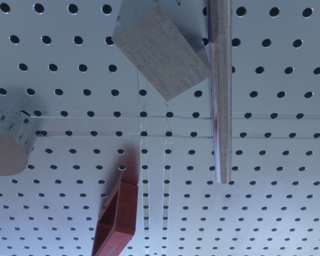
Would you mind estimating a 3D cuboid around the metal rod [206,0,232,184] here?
[{"bbox_3d":[0.076,-0.036,0.381,0.025,0.025,0.298,-7,130,5],"label":"metal rod"}]

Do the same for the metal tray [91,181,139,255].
[{"bbox_3d":[-0.075,0.160,0.504,0.030,0.090,0.129,19,127,-16],"label":"metal tray"}]

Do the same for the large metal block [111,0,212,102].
[{"bbox_3d":[0.003,-0.087,0.301,0.050,0.080,0.080,-30,124,23],"label":"large metal block"}]

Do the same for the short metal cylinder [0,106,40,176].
[{"bbox_3d":[-0.208,0.018,0.409,0.081,0.050,0.079,0,130,0],"label":"short metal cylinder"}]
